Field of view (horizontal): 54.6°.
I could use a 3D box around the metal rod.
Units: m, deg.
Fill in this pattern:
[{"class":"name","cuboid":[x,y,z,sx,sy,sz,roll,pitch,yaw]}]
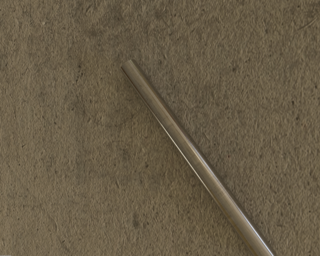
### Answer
[{"class":"metal rod","cuboid":[0.041,0.034,0.394,0.025,0.025,0.299,-39,78,16]}]
